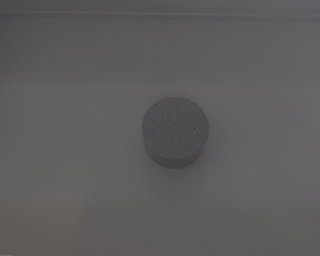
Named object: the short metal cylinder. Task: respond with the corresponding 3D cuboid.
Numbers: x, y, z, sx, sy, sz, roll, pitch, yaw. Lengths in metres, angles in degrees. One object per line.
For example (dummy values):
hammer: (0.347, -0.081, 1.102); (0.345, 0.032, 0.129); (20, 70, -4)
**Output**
short metal cylinder: (0.019, 0.007, 0.394); (0.080, 0.050, 0.080); (0, 70, 0)
